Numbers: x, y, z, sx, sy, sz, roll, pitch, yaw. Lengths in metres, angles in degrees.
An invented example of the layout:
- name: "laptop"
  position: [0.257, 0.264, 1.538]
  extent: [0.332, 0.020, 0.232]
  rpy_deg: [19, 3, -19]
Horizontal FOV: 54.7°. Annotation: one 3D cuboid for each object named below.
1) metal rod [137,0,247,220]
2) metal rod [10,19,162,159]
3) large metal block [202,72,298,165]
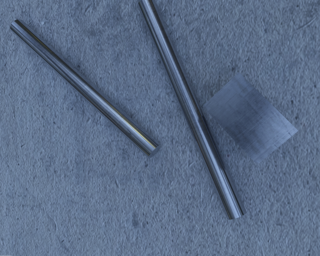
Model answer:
- name: "metal rod"
  position: [0.037, -0.031, 0.395]
  extent: [0.025, 0.025, 0.299]
  rpy_deg: [-25, 82, 18]
- name: "metal rod"
  position: [-0.115, -0.064, 0.449]
  extent: [0.300, 0.025, 0.025]
  rpy_deg: [41, 103, 15]
- name: "large metal block"
  position: [0.101, -0.010, 0.344]
  extent: [0.050, 0.080, 0.080]
  rpy_deg: [-45, 76, 15]
